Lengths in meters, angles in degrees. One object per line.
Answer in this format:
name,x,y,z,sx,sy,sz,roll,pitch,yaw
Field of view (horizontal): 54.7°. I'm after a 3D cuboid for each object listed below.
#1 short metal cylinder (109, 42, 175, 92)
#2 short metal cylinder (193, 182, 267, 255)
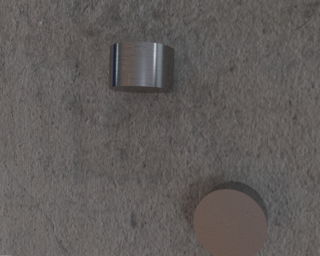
short metal cylinder,-0.023,-0.073,0.387,0.080,0.080,0.050,2,91,19
short metal cylinder,0.085,0.107,0.366,0.080,0.050,0.079,0,90,19
